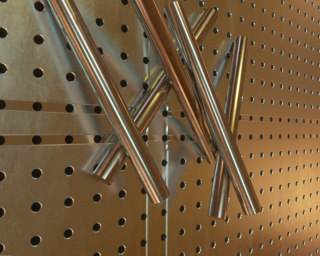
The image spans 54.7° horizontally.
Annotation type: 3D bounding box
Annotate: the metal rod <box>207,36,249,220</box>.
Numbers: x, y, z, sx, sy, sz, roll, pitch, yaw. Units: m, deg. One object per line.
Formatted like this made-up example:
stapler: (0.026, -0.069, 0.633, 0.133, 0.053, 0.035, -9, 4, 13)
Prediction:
metal rod: (0.108, -0.013, 0.475, 0.025, 0.025, 0.299, 30, 63, -37)

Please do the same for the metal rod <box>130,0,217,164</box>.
metal rod: (0.026, -0.059, 0.398, 0.025, 0.025, 0.299, -51, 131, -28)

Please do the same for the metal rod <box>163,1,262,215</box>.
metal rod: (0.072, -0.023, 0.418, 0.025, 0.025, 0.299, -25, 95, -38)

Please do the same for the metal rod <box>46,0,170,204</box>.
metal rod: (-0.063, -0.049, 0.335, 0.025, 0.025, 0.299, -35, 105, -35)

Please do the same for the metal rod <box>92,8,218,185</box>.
metal rod: (0.005, -0.058, 0.415, 0.025, 0.025, 0.300, 47, 62, -30)
